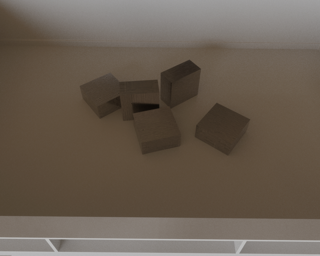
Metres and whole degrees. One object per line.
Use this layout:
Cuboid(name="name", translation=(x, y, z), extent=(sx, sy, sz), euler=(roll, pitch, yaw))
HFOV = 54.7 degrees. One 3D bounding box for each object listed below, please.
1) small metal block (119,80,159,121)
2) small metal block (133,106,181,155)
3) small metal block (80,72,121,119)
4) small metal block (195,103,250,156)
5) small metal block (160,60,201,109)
Cuboid(name="small metal block", translation=(-0.027, -0.037, 0.420), extent=(0.050, 0.050, 0.025), euler=(-4, 50, -4))
Cuboid(name="small metal block", translation=(-0.005, 0.002, 0.403), extent=(0.050, 0.025, 0.050), euler=(-12, 51, -10))
Cuboid(name="small metal block", translation=(-0.078, -0.047, 0.444), extent=(0.050, 0.025, 0.050), euler=(-30, 56, -23))
Cuboid(name="small metal block", translation=(0.082, 0.000, 0.406), extent=(0.050, 0.025, 0.050), euler=(30, 56, 22))
Cuboid(name="small metal block", translation=(0.029, -0.062, 0.442), extent=(0.050, 0.050, 0.025), euler=(-28, 56, -22))
